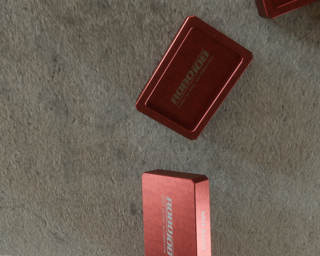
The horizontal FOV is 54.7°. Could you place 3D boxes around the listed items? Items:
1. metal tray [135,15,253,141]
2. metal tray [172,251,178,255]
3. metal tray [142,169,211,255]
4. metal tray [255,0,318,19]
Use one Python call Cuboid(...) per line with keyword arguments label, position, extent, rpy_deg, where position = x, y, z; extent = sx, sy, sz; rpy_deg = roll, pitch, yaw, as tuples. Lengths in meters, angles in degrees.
Cuboid(label="metal tray", position=(0.039, -0.060, 0.385), extent=(0.090, 0.030, 0.129), rpy_deg=(29, 107, -11))
Cuboid(label="metal tray", position=(0.005, 0.201, 0.447), extent=(0.130, 0.090, 0.030), rpy_deg=(-41, 80, 13))
Cuboid(label="metal tray", position=(0.020, 0.124, 0.405), extent=(0.090, 0.030, 0.129), rpy_deg=(0, 93, 43))
Cuboid(label="metal tray", position=(0.166, -0.187, 0.340), extent=(0.130, 0.030, 0.090), rpy_deg=(-21, 109, 7))
